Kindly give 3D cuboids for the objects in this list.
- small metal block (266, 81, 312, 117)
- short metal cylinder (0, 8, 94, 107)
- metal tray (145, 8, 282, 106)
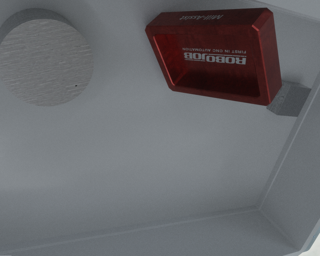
[{"bbox_3d":[0.206,-0.047,0.495,0.050,0.025,0.050,3,117,-30],"label":"small metal block"},{"bbox_3d":[-0.109,-0.067,0.292,0.081,0.050,0.079,-14,125,-21],"label":"short metal cylinder"},{"bbox_3d":[0.054,-0.075,0.325,0.030,0.130,0.090,-50,135,-27],"label":"metal tray"}]
